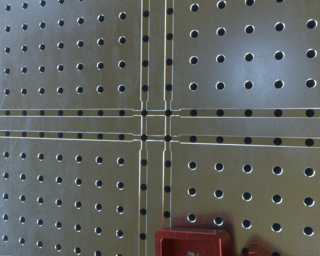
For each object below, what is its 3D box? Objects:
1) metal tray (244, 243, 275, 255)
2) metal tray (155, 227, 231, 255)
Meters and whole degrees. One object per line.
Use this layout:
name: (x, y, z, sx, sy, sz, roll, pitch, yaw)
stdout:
metal tray: (0.143, 0.210, 0.359, 0.130, 0.030, 0.090, 31, 100, 17)
metal tray: (0.040, 0.190, 0.372, 0.090, 0.030, 0.129, -9, 77, 33)
